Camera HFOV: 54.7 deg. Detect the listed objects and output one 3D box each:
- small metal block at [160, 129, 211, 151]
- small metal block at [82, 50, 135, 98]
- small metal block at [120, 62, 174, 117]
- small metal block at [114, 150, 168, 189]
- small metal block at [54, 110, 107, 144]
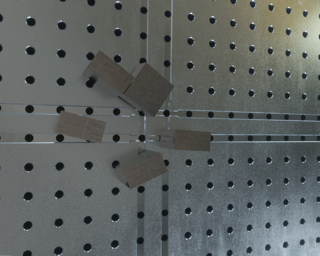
[{"bbox_3d":[0.033,0.016,0.413,0.050,0.050,0.025,4,89,-20],"label":"small metal block"},{"bbox_3d":[-0.064,-0.063,0.376,0.050,0.050,0.025,37,78,-17],"label":"small metal block"},{"bbox_3d":[-0.018,-0.049,0.404,0.050,0.025,0.050,38,78,-24],"label":"small metal block"},{"bbox_3d":[-0.025,0.051,0.391,0.050,0.050,0.025,-23,98,-19],"label":"small metal block"},{"bbox_3d":[-0.095,-0.001,0.365,0.050,0.050,0.025,16,85,-20],"label":"small metal block"}]
